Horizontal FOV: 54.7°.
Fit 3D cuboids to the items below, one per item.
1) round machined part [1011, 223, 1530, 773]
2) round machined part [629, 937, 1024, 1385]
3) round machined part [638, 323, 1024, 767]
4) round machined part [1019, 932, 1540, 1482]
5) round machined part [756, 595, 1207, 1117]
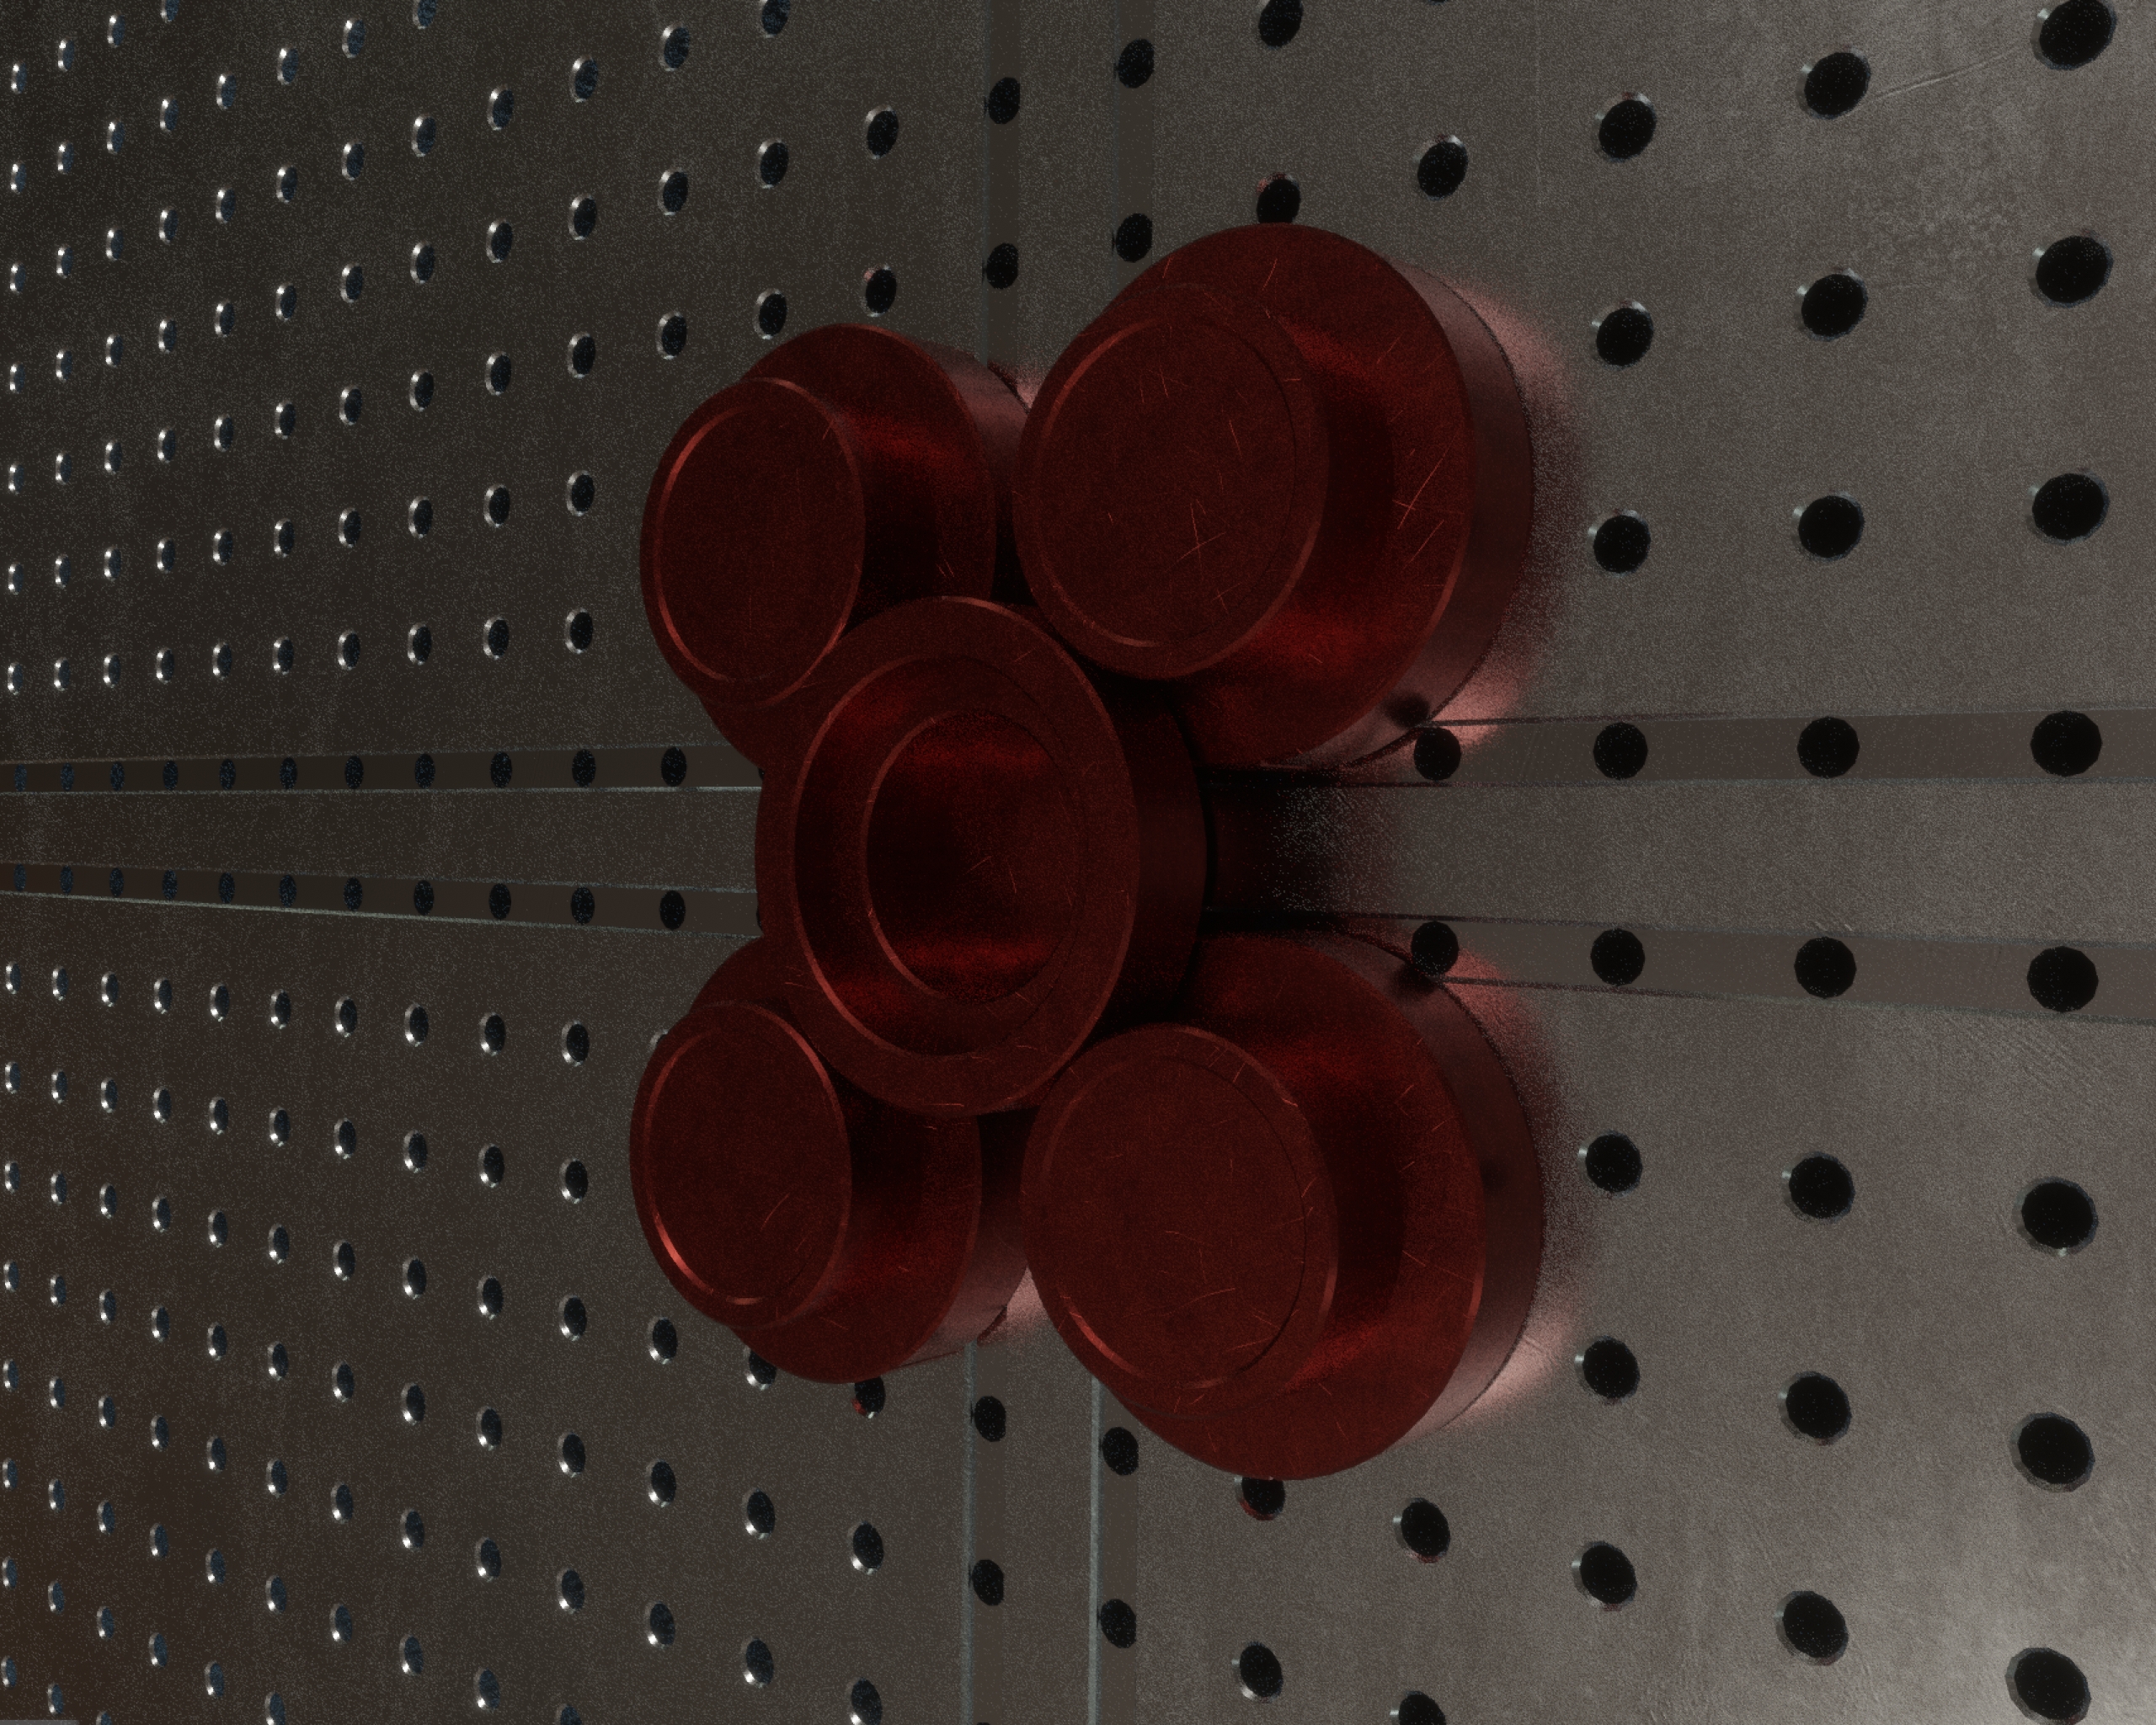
[{"bbox_3d":[0.027,-0.065,0.374,0.098,0.042,0.097,0,90,39],"label":"round machined part"},{"bbox_3d":[-0.058,0.062,0.444,0.098,0.042,0.097,0,90,39],"label":"round machined part"},{"bbox_3d":[-0.055,-0.065,0.440,0.098,0.042,0.097,0,90,39],"label":"round machined part"},{"bbox_3d":[0.028,0.061,0.372,0.098,0.042,0.097,0,90,39],"label":"round machined part"},{"bbox_3d":[-0.014,-0.001,0.406,0.098,0.042,0.097,0,90,39],"label":"round machined part"}]
